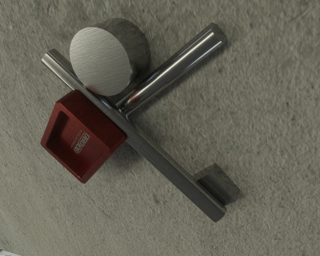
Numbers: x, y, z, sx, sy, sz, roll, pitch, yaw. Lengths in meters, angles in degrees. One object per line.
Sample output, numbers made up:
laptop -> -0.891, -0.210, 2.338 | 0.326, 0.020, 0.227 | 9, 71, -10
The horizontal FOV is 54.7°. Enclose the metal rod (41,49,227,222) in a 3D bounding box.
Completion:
metal rod -> -0.031, 0.011, 0.398 | 0.300, 0.025, 0.025 | 43, 129, -2

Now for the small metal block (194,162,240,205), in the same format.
small metal block -> 0.070, 0.082, 0.420 | 0.050, 0.025, 0.050 | 47, 129, -6

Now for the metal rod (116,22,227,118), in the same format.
metal rod -> -0.039, -0.033, 0.407 | 0.299, 0.025, 0.025 | -33, 100, 38

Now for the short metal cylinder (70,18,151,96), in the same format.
short metal cylinder -> -0.058, -0.085, 0.368 | 0.080, 0.050, 0.079 | 13, 124, 20

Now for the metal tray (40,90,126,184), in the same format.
metal tray -> -0.110, 0.018, 0.422 | 0.090, 0.030, 0.129 | 43, 141, -2
